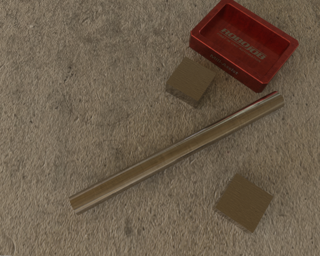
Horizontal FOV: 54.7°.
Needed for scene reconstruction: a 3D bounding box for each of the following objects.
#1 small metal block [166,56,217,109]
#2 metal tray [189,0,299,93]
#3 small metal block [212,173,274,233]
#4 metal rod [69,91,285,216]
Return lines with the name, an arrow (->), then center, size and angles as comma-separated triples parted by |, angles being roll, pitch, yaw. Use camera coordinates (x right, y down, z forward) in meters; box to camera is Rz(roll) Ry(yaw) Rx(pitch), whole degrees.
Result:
small metal block -> 0.043, -0.064, 0.432 | 0.050, 0.025, 0.050 | 32, 73, 10
metal tray -> 0.120, -0.123, 0.451 | 0.130, 0.030, 0.090 | 38, 74, 12
small metal block -> 0.100, 0.091, 0.376 | 0.050, 0.025, 0.050 | 33, 73, 11
metal rod -> 0.029, 0.027, 0.398 | 0.302, 0.025, 0.025 | -27, 73, -10
